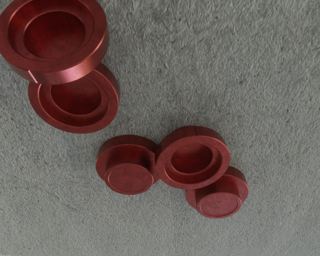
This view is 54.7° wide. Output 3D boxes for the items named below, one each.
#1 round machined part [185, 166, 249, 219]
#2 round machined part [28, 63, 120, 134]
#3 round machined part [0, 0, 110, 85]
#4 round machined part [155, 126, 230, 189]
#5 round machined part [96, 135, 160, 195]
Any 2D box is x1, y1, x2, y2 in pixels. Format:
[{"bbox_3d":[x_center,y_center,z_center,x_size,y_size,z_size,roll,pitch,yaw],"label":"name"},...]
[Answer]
[{"bbox_3d":[0.090,0.106,0.487,0.099,0.042,0.097,0,130,0],"label":"round machined part"},{"bbox_3d":[-0.095,-0.043,0.358,0.099,0.042,0.097,0,130,0],"label":"round machined part"},{"bbox_3d":[-0.097,-0.083,0.295,0.099,0.098,0.042,1,157,-1],"label":"round machined part"},{"bbox_3d":[0.042,0.035,0.422,0.099,0.042,0.097,-4,128,-5],"label":"round machined part"},{"bbox_3d":[-0.043,0.060,0.446,0.099,0.042,0.097,0,130,0],"label":"round machined part"}]
